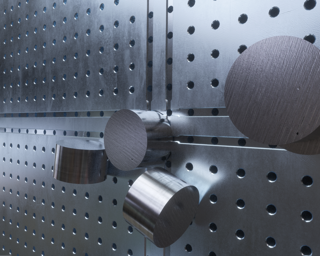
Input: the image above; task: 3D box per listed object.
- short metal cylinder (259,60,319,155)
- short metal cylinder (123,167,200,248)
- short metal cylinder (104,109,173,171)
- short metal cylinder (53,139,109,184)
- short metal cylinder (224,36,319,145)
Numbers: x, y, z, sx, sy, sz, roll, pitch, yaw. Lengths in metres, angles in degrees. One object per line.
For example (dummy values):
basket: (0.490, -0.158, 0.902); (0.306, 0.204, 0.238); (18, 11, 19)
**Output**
short metal cylinder: (0.138, -0.017, 0.279); (0.080, 0.050, 0.079); (0, 90, 40)
short metal cylinder: (0.003, 0.094, 0.372); (0.050, 0.081, 0.079); (26, 106, 37)
short metal cylinder: (-0.030, 0.015, 0.418); (0.080, 0.050, 0.079); (0, 90, 40)
short metal cylinder: (-0.119, 0.049, 0.472); (0.080, 0.081, 0.050); (12, 98, 39)
short metal cylinder: (0.099, -0.027, 0.246); (0.080, 0.050, 0.079); (0, 90, 40)
